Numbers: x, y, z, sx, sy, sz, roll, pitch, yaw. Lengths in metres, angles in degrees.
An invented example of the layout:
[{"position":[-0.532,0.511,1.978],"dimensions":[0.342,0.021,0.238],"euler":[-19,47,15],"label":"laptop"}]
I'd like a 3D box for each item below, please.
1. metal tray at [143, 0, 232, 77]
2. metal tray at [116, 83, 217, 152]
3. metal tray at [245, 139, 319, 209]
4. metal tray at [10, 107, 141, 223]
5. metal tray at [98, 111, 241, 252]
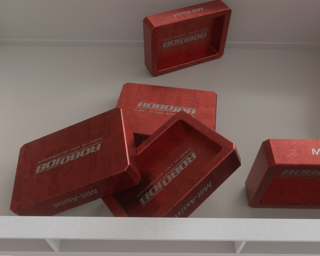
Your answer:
[{"position":[0.041,-0.138,0.479],"dimensions":[0.131,0.089,0.030],"euler":[-19,53,-16],"label":"metal tray"},{"position":[0.007,-0.014,0.414],"dimensions":[0.131,0.030,0.090],"euler":[7,50,5],"label":"metal tray"},{"position":[0.164,0.051,0.322],"dimensions":[0.131,0.089,0.030],"euler":[1,50,0],"label":"metal tray"},{"position":[-0.092,0.038,0.337],"dimensions":[0.130,0.030,0.090],"euler":[-21,46,7],"label":"metal tray"},{"position":[0.006,0.048,0.322],"dimensions":[0.130,0.030,0.090],"euler":[-41,44,-11],"label":"metal tray"}]
